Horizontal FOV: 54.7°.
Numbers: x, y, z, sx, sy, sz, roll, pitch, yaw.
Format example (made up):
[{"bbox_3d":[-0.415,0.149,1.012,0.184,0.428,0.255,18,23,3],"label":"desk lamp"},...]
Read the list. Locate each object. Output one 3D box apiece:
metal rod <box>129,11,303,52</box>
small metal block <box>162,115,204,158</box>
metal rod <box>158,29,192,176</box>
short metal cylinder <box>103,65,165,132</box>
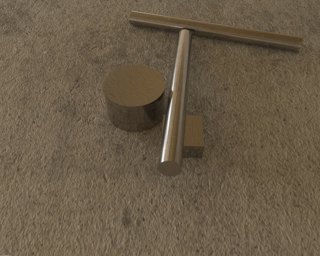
[{"bbox_3d":[0.092,-0.173,0.548,0.301,0.025,0.025,12,51,10],"label":"metal rod"},{"bbox_3d":[0.028,0.010,0.395,0.050,0.025,0.050,1,50,1],"label":"small metal block"},{"bbox_3d":[0.027,-0.059,0.428,0.025,0.025,0.300,5,43,4],"label":"metal rod"},{"bbox_3d":[-0.034,-0.041,0.421,0.081,0.050,0.080,0,50,0],"label":"short metal cylinder"}]
